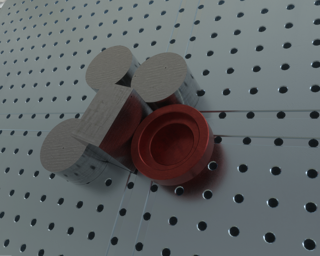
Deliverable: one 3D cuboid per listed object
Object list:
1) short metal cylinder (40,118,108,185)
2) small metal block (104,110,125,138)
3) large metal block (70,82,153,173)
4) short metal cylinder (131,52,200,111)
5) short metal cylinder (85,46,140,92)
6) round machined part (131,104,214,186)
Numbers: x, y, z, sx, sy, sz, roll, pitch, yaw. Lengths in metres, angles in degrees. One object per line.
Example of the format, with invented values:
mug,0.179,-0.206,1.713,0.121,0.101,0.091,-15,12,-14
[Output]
short metal cylinder,-0.118,0.033,0.434,0.080,0.050,0.080,-13,56,21
small metal block,-0.073,-0.013,0.454,0.050,0.025,0.050,16,70,34
large metal block,-0.052,0.000,0.397,0.050,0.080,0.080,17,71,35
short metal cylinder,0.008,-0.055,0.422,0.080,0.050,0.080,-13,56,21
short metal cylinder,-0.066,-0.079,0.475,0.080,0.050,0.080,-13,56,21
round machined part,0.018,0.023,0.374,0.098,0.042,0.098,-13,56,21
